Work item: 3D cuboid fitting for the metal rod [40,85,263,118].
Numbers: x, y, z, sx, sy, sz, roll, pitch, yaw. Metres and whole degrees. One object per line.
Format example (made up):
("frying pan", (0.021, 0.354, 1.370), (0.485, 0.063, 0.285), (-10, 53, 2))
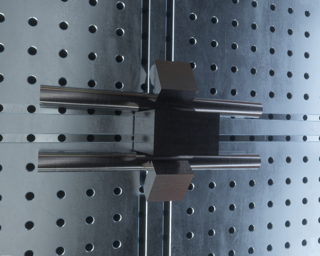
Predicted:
("metal rod", (0.004, -0.032, 0.409), (0.302, 0.025, 0.025), (2, 90, -20))

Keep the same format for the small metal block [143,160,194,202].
("small metal block", (0.010, 0.068, 0.400), (0.050, 0.025, 0.050), (3, 127, -21))

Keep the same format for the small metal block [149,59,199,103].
("small metal block", (0.017, -0.060, 0.403), (0.050, 0.025, 0.050), (1, 55, -20))

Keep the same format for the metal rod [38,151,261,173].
("metal rod", (0.001, 0.044, 0.410), (0.302, 0.025, 0.025), (2, 90, -20))

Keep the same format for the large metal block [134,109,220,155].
("large metal block", (0.018, 0.006, 0.385), (0.081, 0.080, 0.050), (2, 90, -20))
